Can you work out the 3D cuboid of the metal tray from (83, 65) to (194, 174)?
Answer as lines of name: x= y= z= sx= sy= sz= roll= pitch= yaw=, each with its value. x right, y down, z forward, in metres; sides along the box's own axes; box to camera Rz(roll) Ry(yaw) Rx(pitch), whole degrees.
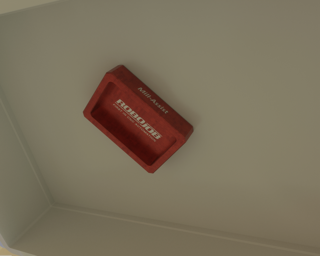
metal tray: x=-0.032 y=-0.009 z=0.417 sx=0.130 sy=0.030 sz=0.090 roll=41 pitch=129 yaw=-1
